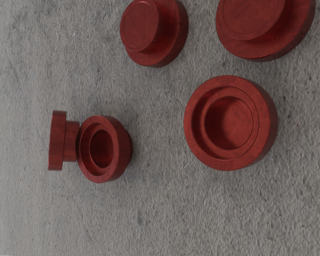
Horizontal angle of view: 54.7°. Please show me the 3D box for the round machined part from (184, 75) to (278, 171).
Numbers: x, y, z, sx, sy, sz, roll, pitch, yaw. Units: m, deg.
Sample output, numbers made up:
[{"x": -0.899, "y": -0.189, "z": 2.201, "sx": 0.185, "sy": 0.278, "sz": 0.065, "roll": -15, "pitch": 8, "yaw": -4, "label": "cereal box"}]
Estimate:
[{"x": 0.077, "y": -0.005, "z": 0.330, "sx": 0.098, "sy": 0.042, "sz": 0.097, "roll": 0, "pitch": 90, "yaw": 40, "label": "round machined part"}]

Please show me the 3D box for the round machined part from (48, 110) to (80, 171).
[{"x": -0.156, "y": 0.021, "z": 0.504, "sx": 0.098, "sy": 0.042, "sz": 0.097, "roll": -175, "pitch": 89, "yaw": -72, "label": "round machined part"}]

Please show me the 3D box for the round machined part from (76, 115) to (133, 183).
[{"x": -0.078, "y": 0.030, "z": 0.459, "sx": 0.098, "sy": 0.042, "sz": 0.097, "roll": 0, "pitch": 90, "yaw": 40, "label": "round machined part"}]

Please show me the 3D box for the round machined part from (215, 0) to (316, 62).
[{"x": 0.099, "y": -0.119, "z": 0.312, "sx": 0.098, "sy": 0.042, "sz": 0.097, "roll": 0, "pitch": 90, "yaw": 40, "label": "round machined part"}]

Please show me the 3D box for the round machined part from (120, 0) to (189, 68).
[{"x": -0.015, "y": -0.131, "z": 0.406, "sx": 0.098, "sy": 0.042, "sz": 0.097, "roll": 0, "pitch": 90, "yaw": 40, "label": "round machined part"}]
